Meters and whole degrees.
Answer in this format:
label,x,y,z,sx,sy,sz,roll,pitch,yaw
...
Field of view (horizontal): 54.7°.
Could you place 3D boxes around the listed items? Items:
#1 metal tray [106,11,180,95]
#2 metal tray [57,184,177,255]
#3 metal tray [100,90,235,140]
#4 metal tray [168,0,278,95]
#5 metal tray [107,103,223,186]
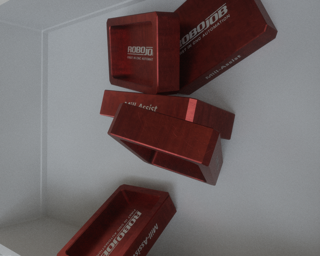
label,x,y,z,sx,sy,sz,roll,pitch,yaw
metal tray,-0.025,-0.094,0.390,0.130,0.030,0.089,22,117,54
metal tray,-0.050,0.129,0.383,0.090,0.131,0.030,1,124,40
metal tray,0.007,-0.016,0.356,0.130,0.091,0.030,10,88,39
metal tray,0.055,-0.108,0.359,0.130,0.030,0.090,-32,70,35
metal tray,0.014,0.022,0.311,0.090,0.130,0.030,17,77,17
